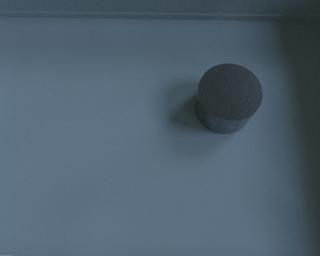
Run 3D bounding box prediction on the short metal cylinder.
[{"bbox_3d":[0.088,-0.038,0.411,0.080,0.050,0.080,0,70,0],"label":"short metal cylinder"}]
